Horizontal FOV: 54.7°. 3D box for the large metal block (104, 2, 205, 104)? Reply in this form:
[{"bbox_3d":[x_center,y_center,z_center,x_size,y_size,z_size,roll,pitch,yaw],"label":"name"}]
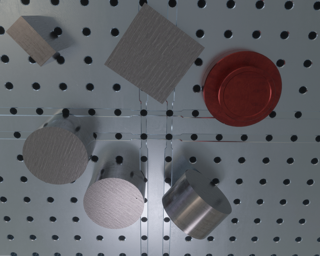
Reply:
[{"bbox_3d":[-0.006,-0.088,0.367,0.080,0.050,0.080,34,107,-12],"label":"large metal block"}]

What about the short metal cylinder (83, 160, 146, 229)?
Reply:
[{"bbox_3d":[-0.061,0.092,0.433,0.081,0.050,0.079,0,110,0],"label":"short metal cylinder"}]

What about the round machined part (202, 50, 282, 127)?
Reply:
[{"bbox_3d":[0.104,-0.046,0.388,0.099,0.042,0.097,0,110,0],"label":"round machined part"}]

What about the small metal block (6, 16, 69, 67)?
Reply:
[{"bbox_3d":[-0.140,-0.102,0.361,0.025,0.050,0.050,-39,106,13],"label":"small metal block"}]

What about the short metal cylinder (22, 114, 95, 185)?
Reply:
[{"bbox_3d":[-0.130,0.027,0.409,0.081,0.050,0.079,0,110,0],"label":"short metal cylinder"}]

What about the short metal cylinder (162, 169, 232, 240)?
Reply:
[{"bbox_3d":[0.050,0.102,0.422,0.080,0.080,0.050,36,106,-12],"label":"short metal cylinder"}]
